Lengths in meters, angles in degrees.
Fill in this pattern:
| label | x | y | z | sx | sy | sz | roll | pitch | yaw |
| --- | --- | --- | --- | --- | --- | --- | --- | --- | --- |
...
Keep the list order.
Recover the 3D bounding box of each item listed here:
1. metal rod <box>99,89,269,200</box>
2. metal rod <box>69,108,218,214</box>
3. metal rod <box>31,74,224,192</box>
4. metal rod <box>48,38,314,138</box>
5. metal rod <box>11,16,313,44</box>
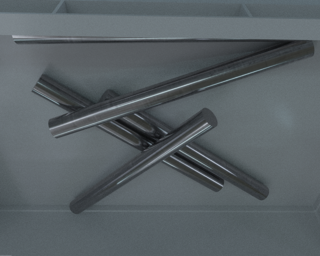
| label | x | y | z | sx | sy | sz | roll | pitch | yaw |
| --- | --- | --- | --- | --- | --- | --- | --- | --- | --- |
| metal rod | 0.049 | 0.034 | 0.438 | 0.301 | 0.025 | 0.025 | 31 | 123 | -24 |
| metal rod | -0.042 | 0.060 | 0.432 | 0.025 | 0.025 | 0.299 | 34 | 130 | -26 |
| metal rod | -0.026 | 0.018 | 0.423 | 0.301 | 0.025 | 0.025 | 31 | 123 | -24 |
| metal rod | 0.018 | -0.044 | 0.350 | 0.301 | 0.025 | 0.025 | -17 | 129 | 6 |
| metal rod | 0.003 | -0.101 | 0.322 | 0.302 | 0.025 | 0.025 | -1 | 130 | 0 |
